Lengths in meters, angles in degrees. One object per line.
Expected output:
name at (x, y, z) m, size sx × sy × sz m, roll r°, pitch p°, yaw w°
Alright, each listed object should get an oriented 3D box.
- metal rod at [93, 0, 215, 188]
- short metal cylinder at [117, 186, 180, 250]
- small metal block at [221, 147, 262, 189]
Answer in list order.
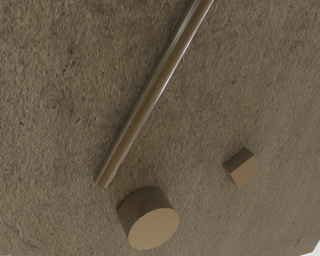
metal rod at (-0.004, -0.054, 0.370) m, size 0.025 × 0.025 × 0.298 m, roll 19°, pitch 108°, yaw -36°
short metal cylinder at (-0.018, 0.134, 0.464) m, size 0.081 × 0.050 × 0.079 m, roll -14°, pitch 124°, yaw -21°
small metal block at (0.139, 0.068, 0.525) m, size 0.050 × 0.025 × 0.050 m, roll -37°, pitch 129°, yaw -4°
